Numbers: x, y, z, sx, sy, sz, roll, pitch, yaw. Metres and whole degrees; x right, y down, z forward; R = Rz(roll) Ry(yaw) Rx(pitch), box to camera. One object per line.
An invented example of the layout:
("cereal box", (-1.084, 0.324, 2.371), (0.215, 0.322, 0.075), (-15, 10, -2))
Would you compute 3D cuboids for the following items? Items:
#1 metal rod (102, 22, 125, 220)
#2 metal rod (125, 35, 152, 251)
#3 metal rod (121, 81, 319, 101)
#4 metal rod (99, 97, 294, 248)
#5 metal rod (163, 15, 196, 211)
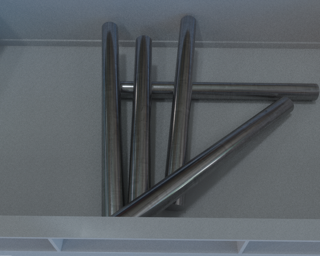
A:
("metal rod", (-0.063, -0.030, 0.404), (0.025, 0.025, 0.299), (-4, 58, -4))
("metal rod", (-0.023, -0.006, 0.387), (0.025, 0.025, 0.300), (0, 57, 0))
("metal rod", (0.074, -0.054, 0.450), (0.302, 0.025, 0.025), (1, 50, 0))
("metal rod", (0.065, 0.031, 0.353), (0.302, 0.025, 0.025), (-30, 56, -32))
("metal rod", (0.030, -0.041, 0.412), (0.025, 0.025, 0.300), (5, 58, 4))
